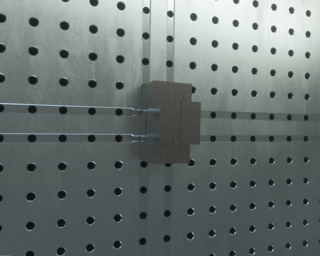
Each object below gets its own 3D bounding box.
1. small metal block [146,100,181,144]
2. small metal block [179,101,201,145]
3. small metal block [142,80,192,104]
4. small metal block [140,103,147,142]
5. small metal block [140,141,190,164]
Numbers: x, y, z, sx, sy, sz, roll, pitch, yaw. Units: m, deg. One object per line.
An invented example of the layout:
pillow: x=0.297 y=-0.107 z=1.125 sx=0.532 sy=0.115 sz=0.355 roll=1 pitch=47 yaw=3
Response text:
small metal block: x=0.003 y=-0.007 z=0.373 sx=0.025 sy=0.050 sz=0.050 roll=2 pitch=90 yaw=-20
small metal block: x=0.027 y=-0.006 z=0.382 sx=0.025 sy=0.050 sz=0.050 roll=2 pitch=89 yaw=-19
small metal block: x=0.008 y=-0.044 z=0.401 sx=0.050 sy=0.050 sz=0.025 roll=2 pitch=90 yaw=-20
small metal block: x=0.002 y=-0.007 z=0.412 sx=0.050 sy=0.025 sz=0.050 roll=2 pitch=90 yaw=-19
small metal block: x=0.005 y=0.031 z=0.401 sx=0.050 sy=0.050 sz=0.025 roll=2 pitch=90 yaw=-20
